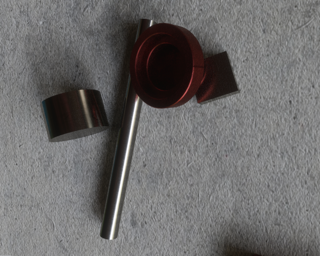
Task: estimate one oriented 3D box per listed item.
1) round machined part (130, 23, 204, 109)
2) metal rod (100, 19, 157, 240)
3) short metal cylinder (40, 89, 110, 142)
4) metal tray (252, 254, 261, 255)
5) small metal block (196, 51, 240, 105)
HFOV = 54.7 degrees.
[{"bbox_3d":[0.012,-0.073,0.374,0.098,0.042,0.097,7,100,40],"label":"round machined part"},{"bbox_3d":[-0.044,0.004,0.423,0.025,0.025,0.298,12,94,19],"label":"metal rod"},{"bbox_3d":[-0.114,-0.015,0.419,0.080,0.080,0.050,-17,85,19],"label":"short metal cylinder"},{"bbox_3d":[0.161,0.209,0.349,0.130,0.030,0.089,10,93,19],"label":"metal tray"},{"bbox_3d":[0.067,-0.061,0.385,0.050,0.025,0.050,-17,84,18],"label":"small metal block"}]
